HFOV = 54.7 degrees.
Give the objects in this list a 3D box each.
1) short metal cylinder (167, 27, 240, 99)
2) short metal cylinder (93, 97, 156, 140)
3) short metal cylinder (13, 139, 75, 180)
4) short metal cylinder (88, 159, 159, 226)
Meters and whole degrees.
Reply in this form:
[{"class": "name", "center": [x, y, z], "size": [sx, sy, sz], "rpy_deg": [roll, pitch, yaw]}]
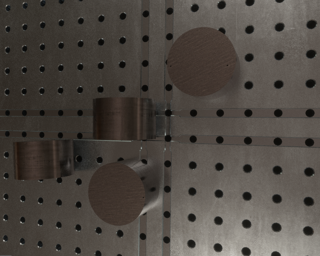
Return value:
[{"class": "short metal cylinder", "center": [0.055, -0.076, 0.380], "size": [0.080, 0.050, 0.079], "rpy_deg": [0, 90, 19]}, {"class": "short metal cylinder", "center": [-0.045, -0.011, 0.398], "size": [0.080, 0.080, 0.050], "rpy_deg": [0, 90, 19]}, {"class": "short metal cylinder", "center": [-0.163, 0.043, 0.439], "size": [0.080, 0.080, 0.050], "rpy_deg": [-3, 89, 19]}, {"class": "short metal cylinder", "center": [-0.047, 0.083, 0.415], "size": [0.080, 0.050, 0.079], "rpy_deg": [0, 90, 19]}]
